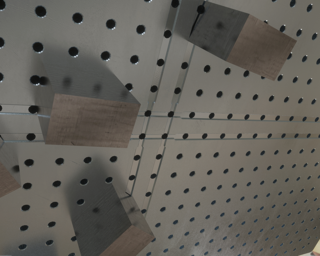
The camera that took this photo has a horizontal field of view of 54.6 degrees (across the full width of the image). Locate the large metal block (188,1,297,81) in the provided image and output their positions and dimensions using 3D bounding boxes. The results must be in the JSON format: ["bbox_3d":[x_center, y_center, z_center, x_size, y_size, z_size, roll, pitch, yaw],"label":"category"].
[{"bbox_3d":[0.094,-0.102,0.363,0.081,0.080,0.050,12,112,-33],"label":"large metal block"}]

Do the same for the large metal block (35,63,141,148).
[{"bbox_3d":[-0.077,-0.023,0.319,0.081,0.080,0.050,5,116,-31],"label":"large metal block"}]

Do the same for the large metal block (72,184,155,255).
[{"bbox_3d":[-0.066,0.140,0.425,0.080,0.080,0.050,-44,129,2],"label":"large metal block"}]

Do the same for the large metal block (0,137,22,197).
[{"bbox_3d":[-0.200,0.037,0.309,0.080,0.050,0.080,-27,128,-11],"label":"large metal block"}]
